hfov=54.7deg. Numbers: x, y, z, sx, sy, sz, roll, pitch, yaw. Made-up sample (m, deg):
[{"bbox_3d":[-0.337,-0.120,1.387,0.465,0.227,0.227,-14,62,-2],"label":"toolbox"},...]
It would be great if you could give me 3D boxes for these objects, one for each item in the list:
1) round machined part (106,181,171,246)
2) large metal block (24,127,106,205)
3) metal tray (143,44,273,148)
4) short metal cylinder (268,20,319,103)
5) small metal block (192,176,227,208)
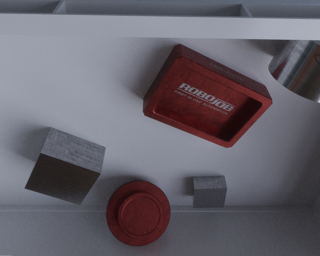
[{"bbox_3d":[-0.031,0.130,0.471,0.099,0.098,0.042,12,172,-11],"label":"round machined part"},{"bbox_3d":[-0.133,0.056,0.438,0.080,0.050,0.080,23,126,-19],"label":"large metal block"},{"bbox_3d":[0.056,-0.033,0.378,0.131,0.030,0.089,21,127,-18],"label":"metal tray"},{"bbox_3d":[0.161,-0.069,0.317,0.081,0.080,0.050,11,129,-10],"label":"short metal cylinder"},{"bbox_3d":[0.078,0.103,0.499,0.050,0.025,0.050,-1,130,0],"label":"small metal block"}]
